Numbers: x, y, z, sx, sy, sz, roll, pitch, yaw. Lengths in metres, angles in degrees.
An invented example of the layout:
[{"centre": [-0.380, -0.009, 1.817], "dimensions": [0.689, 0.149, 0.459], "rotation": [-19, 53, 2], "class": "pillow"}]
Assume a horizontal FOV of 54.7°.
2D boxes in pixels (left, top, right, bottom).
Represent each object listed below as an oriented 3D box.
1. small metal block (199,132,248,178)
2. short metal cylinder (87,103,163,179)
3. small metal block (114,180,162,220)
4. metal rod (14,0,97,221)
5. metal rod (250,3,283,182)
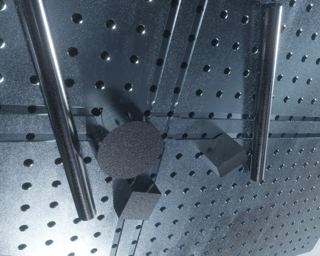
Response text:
[{"centre": [0.096, 0.040, 0.472], "dimensions": [0.050, 0.050, 0.025], "rotation": [-31, 129, -8], "class": "small metal block"}, {"centre": [-0.044, 0.015, 0.380], "dimensions": [0.081, 0.050, 0.079], "rotation": [-14, 124, -21], "class": "short metal cylinder"}, {"centre": [-0.033, 0.108, 0.460], "dimensions": [0.050, 0.025, 0.050], "rotation": [14, 111, -34], "class": "small metal block"}, {"centre": [-0.109, -0.005, 0.347], "dimensions": [0.025, 0.025, 0.298], "rotation": [-17, 125, -19], "class": "metal rod"}, {"centre": [0.158, -0.033, 0.476], "dimensions": [0.025, 0.025, 0.298], "rotation": [-20, 126, -17], "class": "metal rod"}]
